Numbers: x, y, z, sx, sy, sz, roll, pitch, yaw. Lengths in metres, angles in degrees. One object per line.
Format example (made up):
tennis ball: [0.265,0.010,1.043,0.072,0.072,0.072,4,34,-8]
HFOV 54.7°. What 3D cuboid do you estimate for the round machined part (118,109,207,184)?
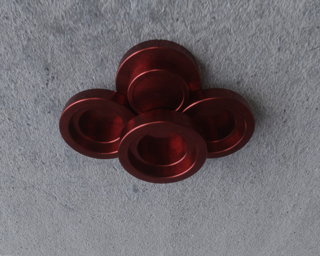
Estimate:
round machined part: [0.003,0.017,0.356,0.099,0.042,0.097,-1,131,0]

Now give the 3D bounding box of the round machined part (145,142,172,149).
round machined part: [-0.003,0.027,0.421,0.099,0.042,0.097,-1,130,0]

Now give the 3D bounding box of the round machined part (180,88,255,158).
round machined part: [0.065,-0.010,0.390,0.099,0.042,0.097,-1,130,0]

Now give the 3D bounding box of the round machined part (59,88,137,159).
round machined part: [-0.071,-0.009,0.389,0.099,0.042,0.097,-1,130,0]

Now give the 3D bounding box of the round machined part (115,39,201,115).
round machined part: [-0.002,-0.048,0.357,0.099,0.042,0.097,-1,130,0]
